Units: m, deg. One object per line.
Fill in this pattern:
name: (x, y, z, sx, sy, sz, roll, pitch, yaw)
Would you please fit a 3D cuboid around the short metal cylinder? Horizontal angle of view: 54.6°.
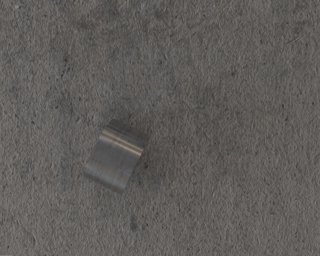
short metal cylinder: (-0.052, 0.035, 0.382, 0.050, 0.080, 0.080, 26, 90, 0)
